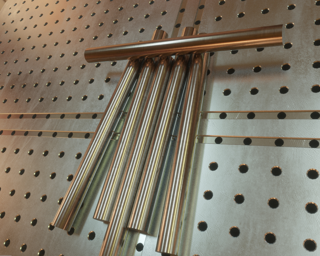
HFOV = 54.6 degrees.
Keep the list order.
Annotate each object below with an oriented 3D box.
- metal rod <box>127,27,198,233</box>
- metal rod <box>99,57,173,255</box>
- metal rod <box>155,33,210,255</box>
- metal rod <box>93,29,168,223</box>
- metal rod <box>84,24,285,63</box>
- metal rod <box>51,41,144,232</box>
[{"bbox_3d":[0.011,-0.015,0.414,0.025,0.025,0.300,1,62,29],"label":"metal rod"},{"bbox_3d":[-0.025,0.031,0.404,0.025,0.025,0.300,1,62,29],"label":"metal rod"},{"bbox_3d":[0.036,0.000,0.391,0.025,0.025,0.300,-2,60,27],"label":"metal rod"},{"bbox_3d":[-0.034,-0.019,0.439,0.025,0.025,0.300,1,62,29],"label":"metal rod"},{"bbox_3d":[0.015,-0.115,0.439,0.300,0.025,0.025,2,63,29],"label":"metal rod"},{"bbox_3d":[-0.077,-0.003,0.450,0.025,0.025,0.300,8,65,31],"label":"metal rod"}]
